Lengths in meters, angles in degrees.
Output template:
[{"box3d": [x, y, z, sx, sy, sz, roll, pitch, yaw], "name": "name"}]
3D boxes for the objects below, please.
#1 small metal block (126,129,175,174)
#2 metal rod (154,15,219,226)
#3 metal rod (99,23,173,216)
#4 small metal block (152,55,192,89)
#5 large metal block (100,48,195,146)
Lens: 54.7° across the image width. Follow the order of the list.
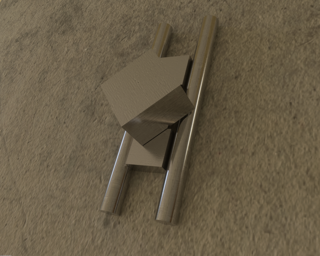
[{"box3d": [-0.009, 0.029, 0.390, 0.050, 0.025, 0.050, 1, 62, 28], "name": "small metal block"}, {"box3d": [0.041, -0.028, 0.401, 0.025, 0.025, 0.300, 1, 62, 28], "name": "metal rod"}, {"box3d": [-0.026, -0.029, 0.436, 0.025, 0.025, 0.300, 1, 62, 28], "name": "metal rod"}, {"box3d": [0.018, -0.074, 0.438, 0.050, 0.025, 0.050, 1, 62, 28], "name": "small metal block"}, {"box3d": [-0.016, -0.039, 0.386, 0.080, 0.050, 0.080, -35, 52, 4], "name": "large metal block"}]
